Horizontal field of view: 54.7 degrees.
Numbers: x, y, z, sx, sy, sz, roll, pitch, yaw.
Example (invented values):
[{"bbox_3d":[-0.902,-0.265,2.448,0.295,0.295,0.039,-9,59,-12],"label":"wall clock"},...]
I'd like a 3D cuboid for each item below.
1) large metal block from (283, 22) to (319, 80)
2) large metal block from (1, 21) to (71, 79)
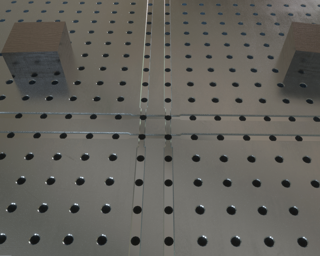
[{"bbox_3d":[0.249,-0.123,0.498,0.080,0.050,0.080,9,51,7],"label":"large metal block"},{"bbox_3d":[-0.192,-0.125,0.494,0.081,0.050,0.080,-2,50,-2],"label":"large metal block"}]
